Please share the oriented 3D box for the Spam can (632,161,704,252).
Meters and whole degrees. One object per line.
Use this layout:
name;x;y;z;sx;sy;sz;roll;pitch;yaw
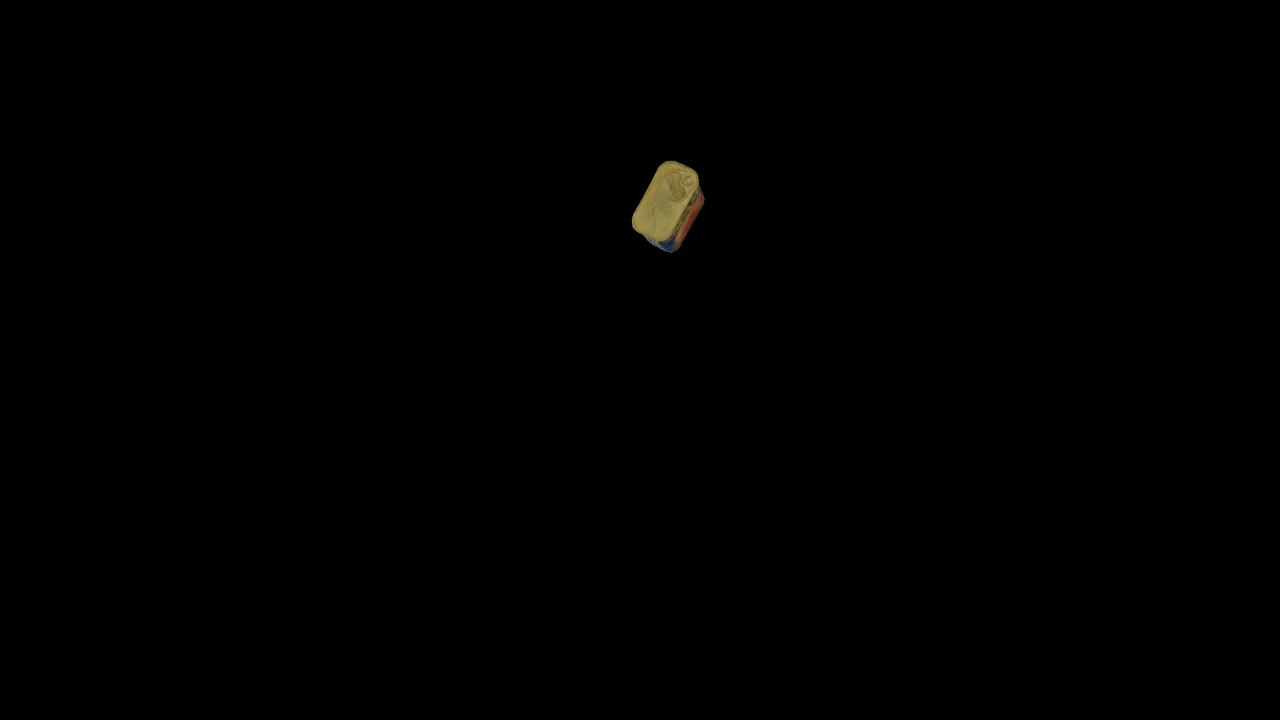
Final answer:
Spam can;0.040;-0.198;0.813;0.058;0.101;0.085;30;4;11
